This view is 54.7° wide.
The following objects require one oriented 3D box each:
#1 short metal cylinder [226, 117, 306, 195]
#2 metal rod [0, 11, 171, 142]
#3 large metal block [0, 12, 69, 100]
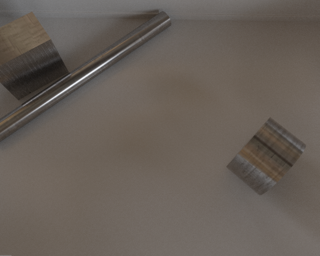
[{"bbox_3d":[0.125,0.033,0.370,0.050,0.080,0.080,41,75,13],"label":"short metal cylinder"},{"bbox_3d":[-0.107,-0.076,0.436,0.301,0.025,0.025,-38,75,-13],"label":"metal rod"},{"bbox_3d":[-0.180,-0.093,0.412,0.080,0.080,0.050,-33,74,-11],"label":"large metal block"}]
